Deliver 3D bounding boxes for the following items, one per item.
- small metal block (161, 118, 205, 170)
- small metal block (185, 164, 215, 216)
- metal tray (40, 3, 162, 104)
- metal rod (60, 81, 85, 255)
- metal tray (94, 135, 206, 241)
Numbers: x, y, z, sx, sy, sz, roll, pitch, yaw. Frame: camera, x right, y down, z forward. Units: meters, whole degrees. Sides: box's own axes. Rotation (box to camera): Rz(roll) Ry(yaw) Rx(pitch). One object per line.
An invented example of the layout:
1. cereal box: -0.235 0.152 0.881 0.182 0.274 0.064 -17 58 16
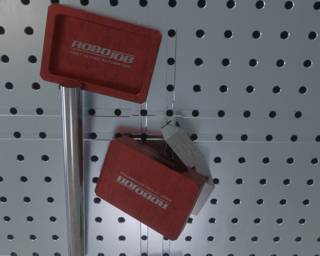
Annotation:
1. small metal block: 0.029 0.020 0.406 0.025 0.050 0.050 -38 106 5
2. small metal block: 0.050 0.084 0.431 0.025 0.050 0.050 24 108 -9
3. metal tray: -0.071 -0.089 0.377 0.131 0.030 0.089 13 110 -5
4. metal rod: -0.117 0.082 0.425 0.025 0.025 0.298 5 116 -2
5. metal tray: -0.016 0.077 0.411 0.130 0.030 0.089 26 110 16
